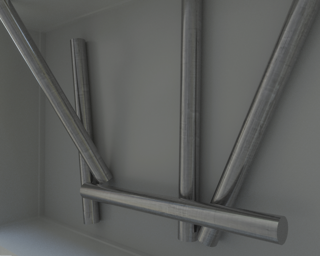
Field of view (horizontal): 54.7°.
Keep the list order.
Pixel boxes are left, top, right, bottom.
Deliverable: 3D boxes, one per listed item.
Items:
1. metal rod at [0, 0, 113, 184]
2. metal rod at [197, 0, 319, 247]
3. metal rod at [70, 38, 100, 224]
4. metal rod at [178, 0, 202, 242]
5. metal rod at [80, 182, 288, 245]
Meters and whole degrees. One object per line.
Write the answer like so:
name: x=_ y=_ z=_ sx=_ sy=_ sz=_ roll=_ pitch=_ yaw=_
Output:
metal rod: x=-0.155 y=-0.049 z=0.459 sx=0.025 sy=0.025 sz=0.299 roll=-24 pitch=98 yaw=37
metal rod: x=0.101 y=-0.007 z=0.322 sx=0.025 sy=0.025 sz=0.298 roll=29 pitch=108 yaw=36
metal rod: x=-0.123 y=0.003 z=0.505 sx=0.025 sy=0.025 sz=0.298 roll=-9 pitch=84 yaw=39
metal rod: x=0.036 y=-0.015 z=0.375 sx=0.025 sy=0.025 sz=0.298 roll=1 pitch=91 yaw=39
metal rod: x=-0.002 y=0.093 z=0.374 sx=0.300 sy=0.025 sz=0.025 roll=-1 pitch=89 yaw=43
